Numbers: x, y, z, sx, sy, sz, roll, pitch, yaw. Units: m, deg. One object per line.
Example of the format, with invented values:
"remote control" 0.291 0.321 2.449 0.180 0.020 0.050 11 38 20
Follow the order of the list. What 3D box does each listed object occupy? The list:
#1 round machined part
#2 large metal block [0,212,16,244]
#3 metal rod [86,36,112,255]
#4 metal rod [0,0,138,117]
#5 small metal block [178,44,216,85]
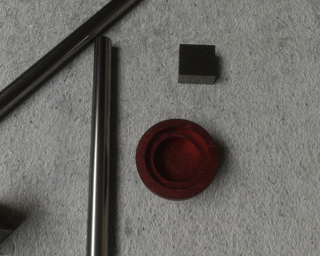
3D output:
"round machined part" 0.020 0.041 0.384 0.099 0.042 0.098 0 70 -1
"large metal block" -0.220 0.121 0.332 0.050 0.080 0.080 42 75 13
"metal rod" -0.077 0.013 0.402 0.025 0.025 0.299 -2 70 -1
"metal rod" -0.137 -0.112 0.447 0.025 0.025 0.301 41 74 13
"small metal block" 0.052 -0.091 0.442 0.050 0.025 0.050 2 70 0
